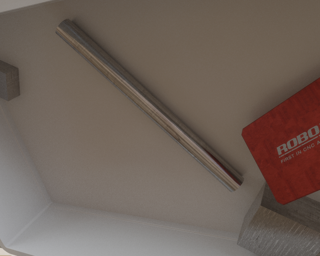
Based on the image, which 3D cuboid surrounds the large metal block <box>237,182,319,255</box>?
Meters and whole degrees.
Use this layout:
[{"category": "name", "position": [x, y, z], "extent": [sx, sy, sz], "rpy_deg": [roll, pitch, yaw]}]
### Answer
[{"category": "large metal block", "position": [0.153, 0.123, 0.388], "extent": [0.080, 0.050, 0.079], "rpy_deg": [24, 127, 13]}]

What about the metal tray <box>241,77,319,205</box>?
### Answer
[{"category": "metal tray", "position": [0.154, 0.009, 0.301], "extent": [0.129, 0.030, 0.090], "rpy_deg": [-41, 62, 39]}]

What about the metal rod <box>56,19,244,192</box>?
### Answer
[{"category": "metal rod", "position": [-0.012, -0.027, 0.396], "extent": [0.300, 0.025, 0.025], "rpy_deg": [42, 129, -2]}]

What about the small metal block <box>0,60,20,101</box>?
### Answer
[{"category": "small metal block", "position": [-0.252, -0.078, 0.491], "extent": [0.050, 0.025, 0.050], "rpy_deg": [24, 127, 12]}]
